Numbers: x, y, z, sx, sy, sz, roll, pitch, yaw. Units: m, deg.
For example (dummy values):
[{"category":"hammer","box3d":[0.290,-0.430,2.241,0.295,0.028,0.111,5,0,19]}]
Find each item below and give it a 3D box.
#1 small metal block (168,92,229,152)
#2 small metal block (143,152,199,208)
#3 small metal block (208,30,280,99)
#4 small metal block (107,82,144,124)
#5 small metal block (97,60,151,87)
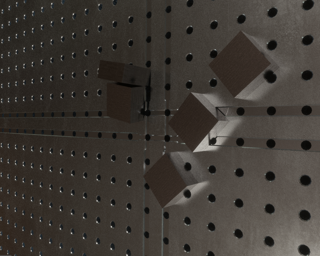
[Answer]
[{"category":"small metal block","box3d":[0.045,-0.007,0.371,0.050,0.025,0.050,50,119,28]},{"category":"small metal block","box3d":[0.013,0.066,0.397,0.050,0.025,0.050,-48,62,29]},{"category":"small metal block","box3d":[0.089,-0.067,0.334,0.050,0.025,0.050,-46,63,30]},{"category":"small metal block","box3d":[-0.050,-0.038,0.443,0.050,0.025,0.050,17,111,38]},{"category":"small metal block","box3d":[-0.050,-0.076,0.432,0.050,0.050,0.025,17,100,38]}]
